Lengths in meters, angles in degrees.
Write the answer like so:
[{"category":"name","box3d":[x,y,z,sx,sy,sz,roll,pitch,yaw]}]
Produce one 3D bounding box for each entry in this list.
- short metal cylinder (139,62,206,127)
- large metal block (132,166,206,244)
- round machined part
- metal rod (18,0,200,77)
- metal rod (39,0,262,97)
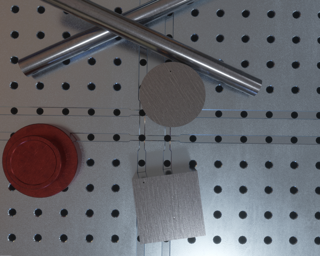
[{"category":"short metal cylinder","box3d":[0.015,-0.041,0.401,0.081,0.050,0.079,0,90,-1]},{"category":"large metal block","box3d":[0.011,0.097,0.401,0.081,0.050,0.080,-7,90,-1]},{"category":"round machined part","box3d":[-0.156,0.043,0.403,0.099,0.042,0.097,0,90,-1]},{"category":"metal rod","box3d":[-0.044,-0.141,0.412,0.301,0.025,0.025,-24,90,-1]},{"category":"metal rod","box3d":[-0.008,-0.111,0.394,0.302,0.025,0.025,23,90,-8]}]
